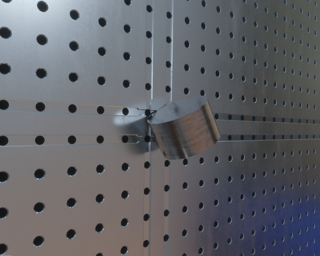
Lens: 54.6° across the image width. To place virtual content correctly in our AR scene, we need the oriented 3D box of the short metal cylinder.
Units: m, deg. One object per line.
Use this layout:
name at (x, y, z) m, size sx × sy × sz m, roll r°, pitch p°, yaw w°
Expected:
short metal cylinder at (0.031, -0.002, 0.397) m, size 0.080 × 0.080 × 0.050 m, roll -35°, pitch 111°, yaw -34°
